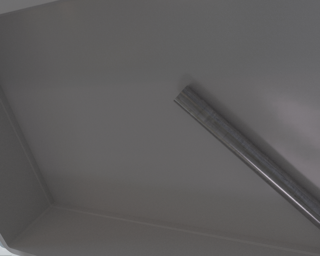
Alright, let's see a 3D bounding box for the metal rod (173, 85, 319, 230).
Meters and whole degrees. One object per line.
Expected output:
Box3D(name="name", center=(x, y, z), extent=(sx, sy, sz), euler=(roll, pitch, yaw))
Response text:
Box3D(name="metal rod", center=(0.137, 0.057, 0.371), extent=(0.300, 0.025, 0.025), euler=(41, 129, -1))
